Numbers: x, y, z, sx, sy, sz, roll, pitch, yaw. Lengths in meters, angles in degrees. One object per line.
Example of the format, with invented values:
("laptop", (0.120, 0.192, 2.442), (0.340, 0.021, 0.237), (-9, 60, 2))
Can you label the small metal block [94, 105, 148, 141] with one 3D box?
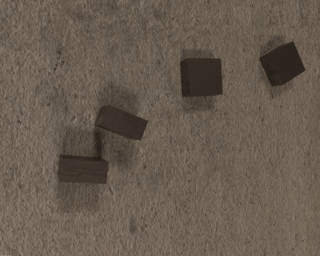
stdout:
("small metal block", (-0.049, -0.006, 0.379), (0.050, 0.050, 0.025), (22, 83, -19))

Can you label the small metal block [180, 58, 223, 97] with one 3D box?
("small metal block", (0.058, -0.070, 0.432), (0.050, 0.025, 0.050), (-4, 92, -20))

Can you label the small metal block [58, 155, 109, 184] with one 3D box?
("small metal block", (-0.091, 0.048, 0.363), (0.050, 0.050, 0.025), (7, 88, -20))

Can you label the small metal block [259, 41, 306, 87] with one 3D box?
("small metal block", (0.190, -0.099, 0.481), (0.050, 0.025, 0.050), (-31, 101, -18))
